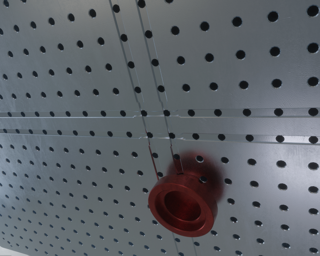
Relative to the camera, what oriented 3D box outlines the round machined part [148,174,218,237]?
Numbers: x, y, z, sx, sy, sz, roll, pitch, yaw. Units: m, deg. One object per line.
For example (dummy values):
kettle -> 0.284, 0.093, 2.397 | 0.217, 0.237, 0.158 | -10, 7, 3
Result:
round machined part -> 0.036, 0.106, 0.447 | 0.098, 0.042, 0.097 | 13, 124, 21
